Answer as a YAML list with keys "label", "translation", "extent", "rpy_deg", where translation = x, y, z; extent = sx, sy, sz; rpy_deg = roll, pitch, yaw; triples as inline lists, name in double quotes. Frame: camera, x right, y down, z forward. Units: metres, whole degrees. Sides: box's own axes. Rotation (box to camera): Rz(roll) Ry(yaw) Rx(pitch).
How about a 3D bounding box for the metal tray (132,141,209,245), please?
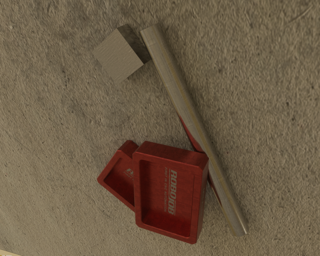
- label: "metal tray"
  translation: [0.013, 0.087, 0.410]
  extent: [0.090, 0.030, 0.129]
  rpy_deg: [12, 121, 19]

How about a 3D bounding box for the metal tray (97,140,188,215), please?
- label: "metal tray"
  translation: [-0.023, 0.090, 0.469]
  extent: [0.130, 0.030, 0.089]
  rpy_deg: [39, 129, 1]

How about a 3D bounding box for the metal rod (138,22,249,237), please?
- label: "metal rod"
  translation: [0.050, 0.016, 0.389]
  extent: [0.025, 0.025, 0.299]
  rpy_deg: [-14, 112, 33]

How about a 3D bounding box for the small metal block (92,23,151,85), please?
- label: "small metal block"
  translation: [-0.046, -0.088, 0.375]
  extent: [0.050, 0.025, 0.050]
  rpy_deg: [-30, 102, 37]
